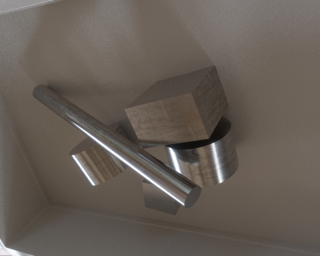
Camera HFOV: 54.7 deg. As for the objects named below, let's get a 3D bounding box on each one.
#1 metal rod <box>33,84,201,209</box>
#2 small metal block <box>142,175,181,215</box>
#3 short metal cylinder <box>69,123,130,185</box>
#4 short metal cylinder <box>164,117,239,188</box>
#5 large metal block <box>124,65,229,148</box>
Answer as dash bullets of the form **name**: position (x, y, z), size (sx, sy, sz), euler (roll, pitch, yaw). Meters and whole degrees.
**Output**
- **metal rod**: position (-0.075, 0.006, 0.383), size (0.300, 0.025, 0.025), euler (30, 131, 35)
- **small metal block**: position (0.003, 0.099, 0.467), size (0.050, 0.025, 0.050), euler (9, 123, 23)
- **short metal cylinder**: position (-0.078, 0.035, 0.434), size (0.080, 0.080, 0.050), euler (-20, 108, 35)
- **short metal cylinder**: position (0.047, 0.025, 0.363), size (0.080, 0.080, 0.050), euler (-3, 117, 29)
- **large metal block**: position (0.021, -0.024, 0.346), size (0.080, 0.080, 0.050), euler (-11, 113, 32)
